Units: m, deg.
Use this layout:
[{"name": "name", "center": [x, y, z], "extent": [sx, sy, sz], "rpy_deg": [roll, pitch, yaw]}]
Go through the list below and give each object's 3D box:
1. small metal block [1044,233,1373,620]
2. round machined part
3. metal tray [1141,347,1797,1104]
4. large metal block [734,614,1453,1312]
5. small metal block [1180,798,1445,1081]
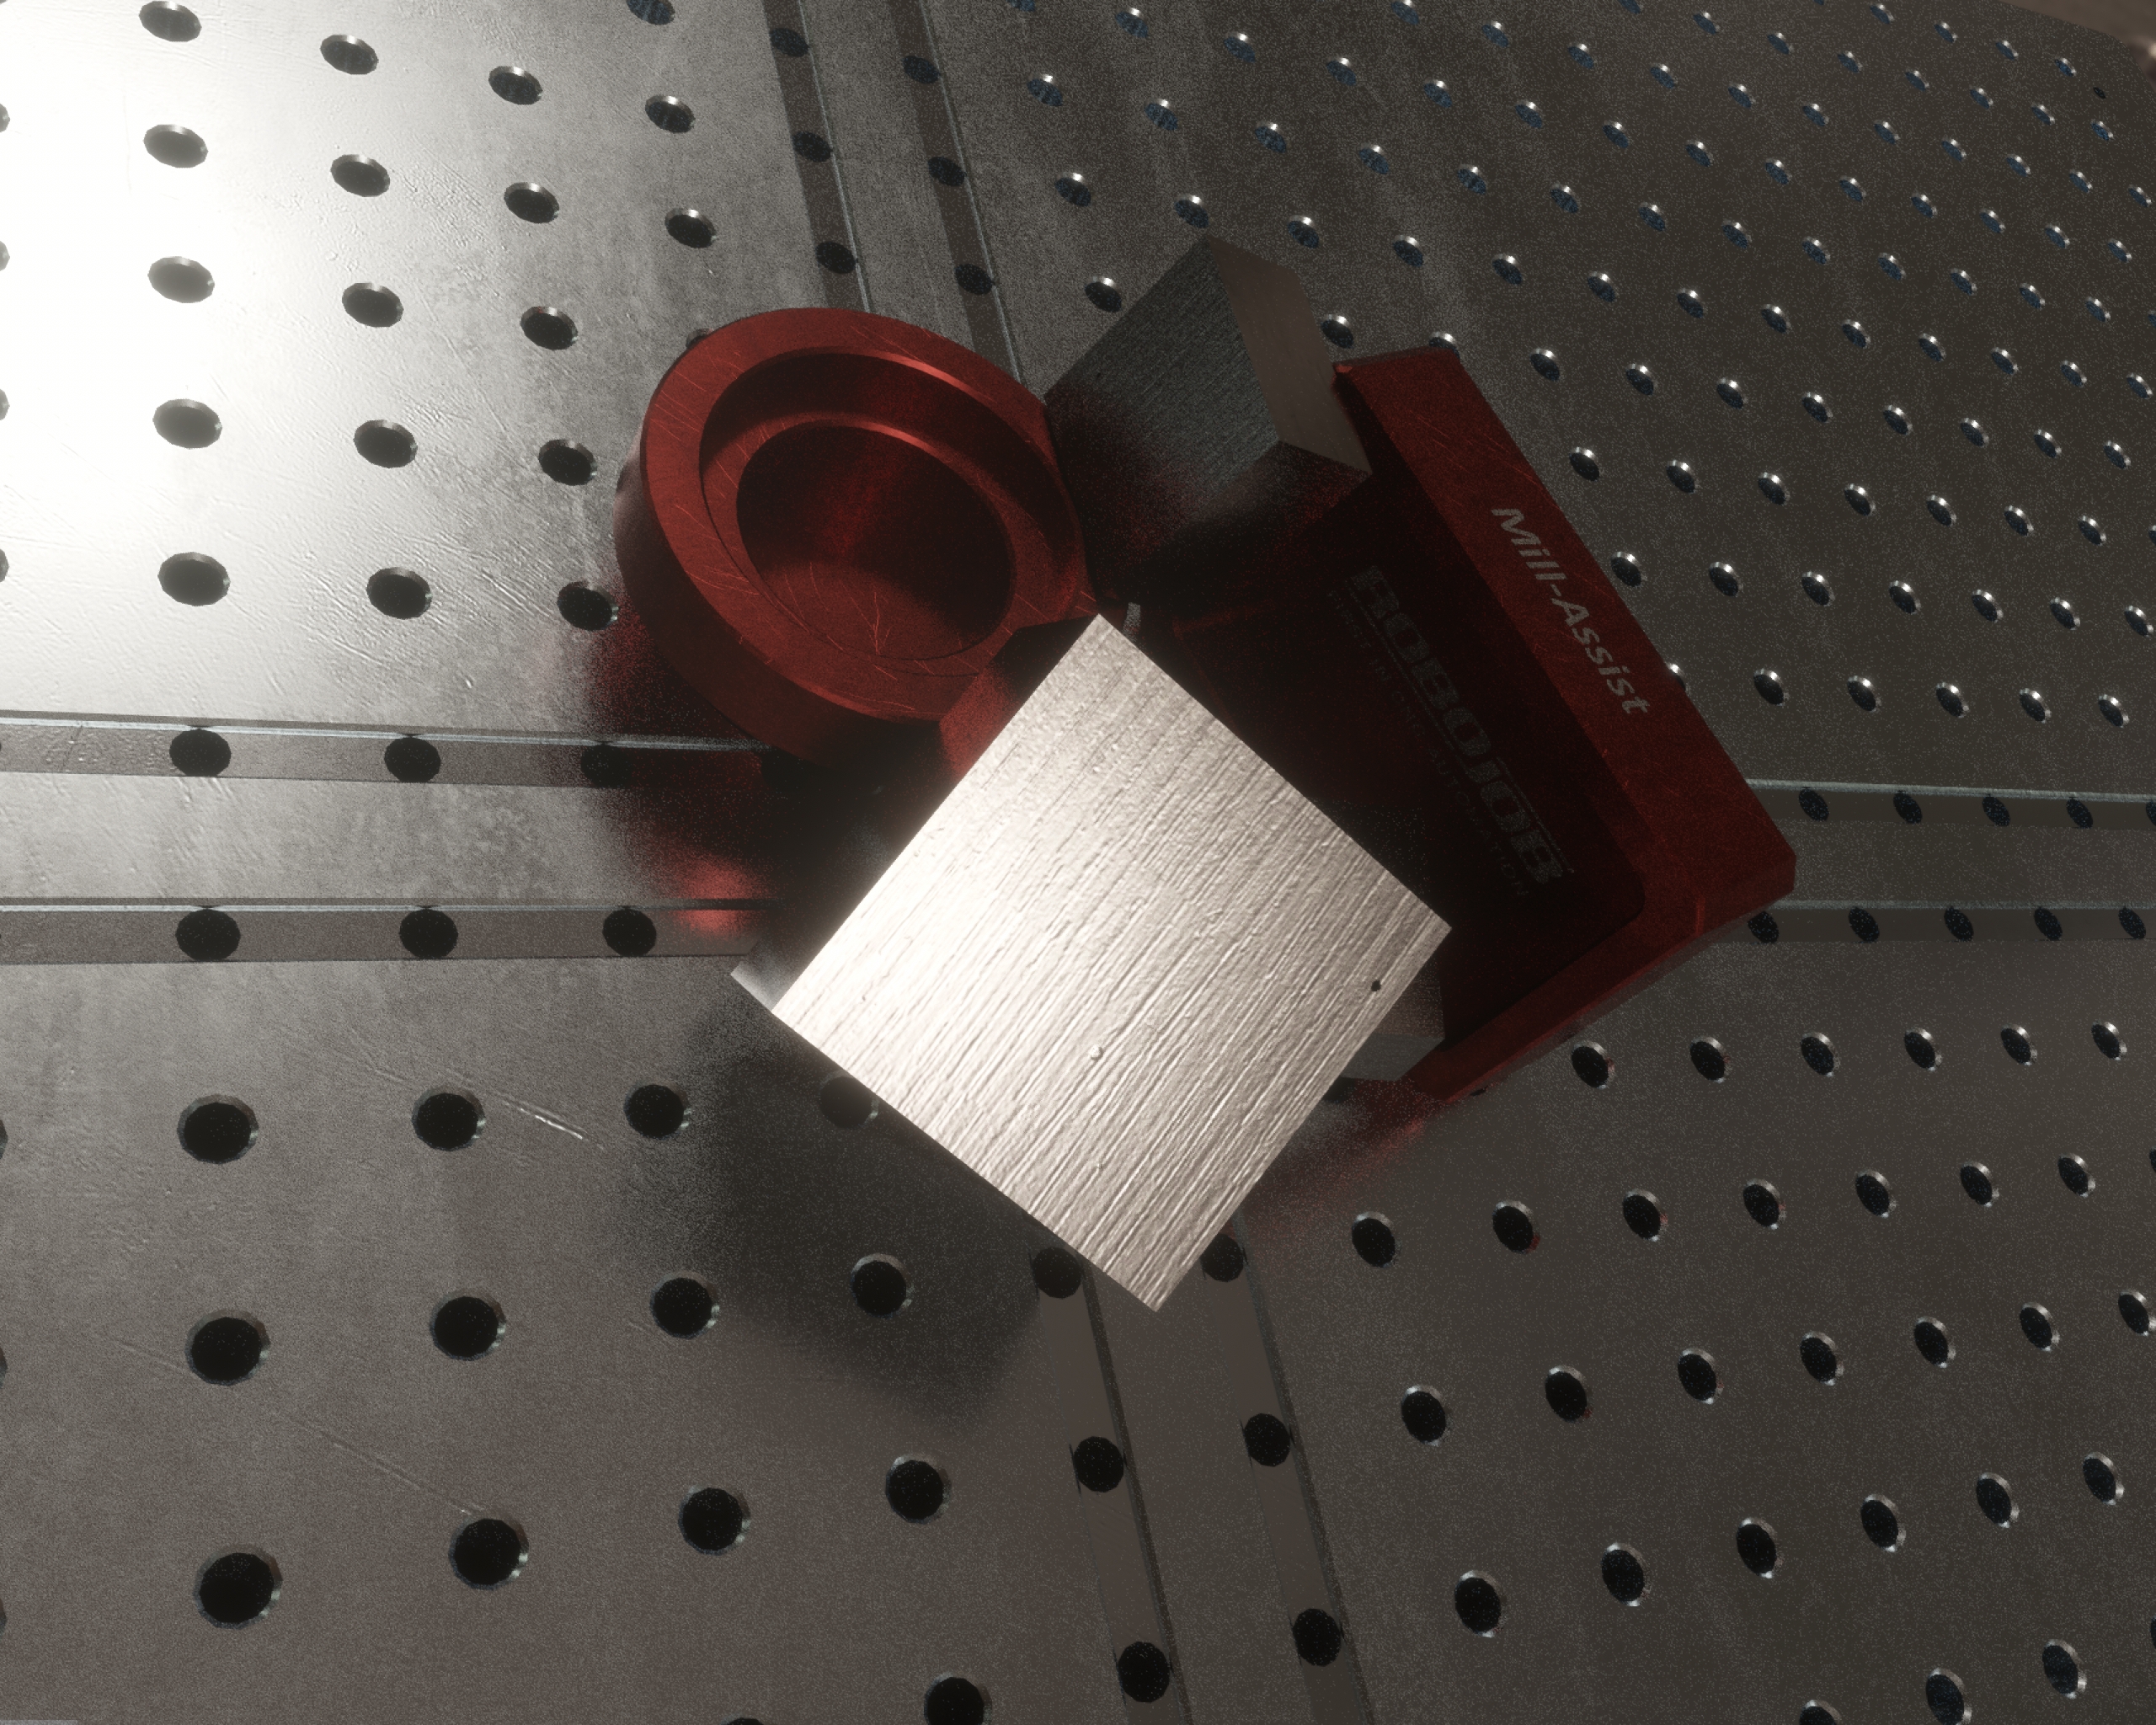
[{"name": "small metal block", "center": [0.024, -0.083, 0.405], "extent": [0.025, 0.050, 0.050], "rpy_deg": [9, 55, -41]}, {"name": "round machined part", "center": [-0.043, -0.058, 0.410], "extent": [0.099, 0.042, 0.098], "rpy_deg": [14, 56, -21]}, {"name": "metal tray", "center": [0.073, -0.027, 0.424], "extent": [0.030, 0.090, 0.130], "rpy_deg": [-19, 72, -36]}, {"name": "large metal block", "center": [0.001, 0.015, 0.356], "extent": [0.080, 0.050, 0.080], "rpy_deg": [41, 82, -15]}, {"name": "small metal block", "center": [0.043, 0.014, 0.418], "extent": [0.050, 0.025, 0.050], "rpy_deg": [6, 63, -13]}]
